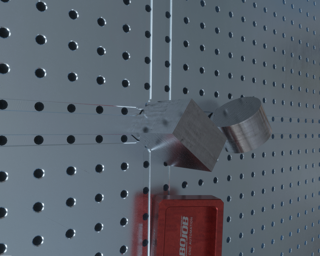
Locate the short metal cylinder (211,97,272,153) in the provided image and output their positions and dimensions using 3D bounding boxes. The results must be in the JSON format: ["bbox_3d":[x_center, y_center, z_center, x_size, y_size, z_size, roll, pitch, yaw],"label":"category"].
[{"bbox_3d":[0.124,-0.006,0.478,0.080,0.080,0.050,-44,117,-31],"label":"short metal cylinder"}]

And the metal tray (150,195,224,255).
[{"bbox_3d":[0.035,0.157,0.413,0.091,0.030,0.129,4,88,-16],"label":"metal tray"}]

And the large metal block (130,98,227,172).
[{"bbox_3d":[0.023,0.009,0.393,0.080,0.080,0.050,44,64,-31],"label":"large metal block"}]

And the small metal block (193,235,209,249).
[{"bbox_3d":[0.062,0.153,0.462,0.050,0.025,0.050,23,76,-38],"label":"small metal block"}]
